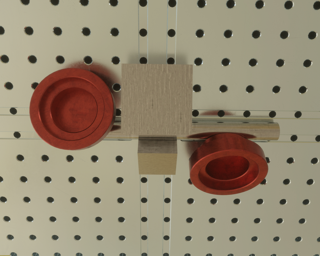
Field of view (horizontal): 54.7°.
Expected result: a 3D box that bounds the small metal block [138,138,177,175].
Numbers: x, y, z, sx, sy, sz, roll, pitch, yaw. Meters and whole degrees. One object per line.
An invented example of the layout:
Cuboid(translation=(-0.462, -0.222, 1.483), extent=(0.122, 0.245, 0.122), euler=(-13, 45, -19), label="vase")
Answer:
Cuboid(translation=(-0.003, 0.039, 0.417), extent=(0.050, 0.025, 0.050), euler=(1, 139, -1), label="small metal block")

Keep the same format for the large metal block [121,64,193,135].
Cuboid(translation=(-0.004, -0.033, 0.376), extent=(0.081, 0.050, 0.079), euler=(1, 92, -1), label="large metal block")

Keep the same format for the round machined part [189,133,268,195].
Cuboid(translation=(0.087, 0.044, 0.408), extent=(0.099, 0.042, 0.097), euler=(0, 136, 0), label="round machined part")

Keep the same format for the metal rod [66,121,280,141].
Cuboid(translation=(0.006, 0.003, 0.415), extent=(0.302, 0.025, 0.025), euler=(0, 110, -1), label="metal rod")

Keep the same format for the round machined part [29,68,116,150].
Cuboid(translation=(-0.103, -0.021, 0.382), extent=(0.099, 0.042, 0.097), euler=(0, 84, -1), label="round machined part")
